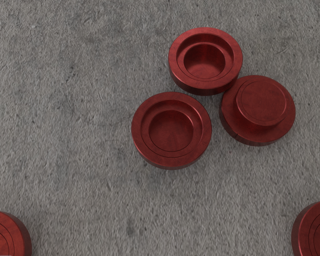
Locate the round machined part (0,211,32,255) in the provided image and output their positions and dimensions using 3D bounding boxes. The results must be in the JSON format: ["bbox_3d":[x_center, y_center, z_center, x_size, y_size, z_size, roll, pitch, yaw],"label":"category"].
[{"bbox_3d":[-0.192,0.143,0.345,0.099,0.042,0.098,0,70,0],"label":"round machined part"}]

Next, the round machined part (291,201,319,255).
[{"bbox_3d":[0.198,0.132,0.352,0.099,0.042,0.098,0,70,0],"label":"round machined part"}]

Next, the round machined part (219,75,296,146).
[{"bbox_3d":[0.131,-0.028,0.410,0.099,0.042,0.098,0,70,0],"label":"round machined part"}]

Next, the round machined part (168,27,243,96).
[{"bbox_3d":[0.061,-0.087,0.429,0.099,0.042,0.098,-1,68,3],"label":"round machined part"}]

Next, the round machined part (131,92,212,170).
[{"bbox_3d":[0.014,0.006,0.397,0.099,0.042,0.098,0,70,0],"label":"round machined part"}]
